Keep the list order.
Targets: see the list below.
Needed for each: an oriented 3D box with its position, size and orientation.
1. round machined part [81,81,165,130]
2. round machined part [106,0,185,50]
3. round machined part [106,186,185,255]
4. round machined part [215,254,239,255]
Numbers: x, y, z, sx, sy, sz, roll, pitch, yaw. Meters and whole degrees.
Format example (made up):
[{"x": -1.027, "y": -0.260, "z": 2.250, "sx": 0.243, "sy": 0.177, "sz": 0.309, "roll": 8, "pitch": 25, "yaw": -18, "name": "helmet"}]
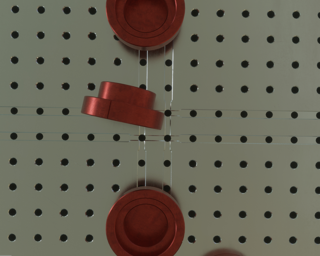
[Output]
[{"x": -0.042, "y": -0.028, "z": 0.376, "sx": 0.099, "sy": 0.098, "sz": 0.042, "roll": 12, "pitch": 90, "yaw": -1, "name": "round machined part"}, {"x": -0.018, "y": -0.150, "z": 0.405, "sx": 0.099, "sy": 0.042, "sz": 0.097, "roll": 0, "pitch": 90, "yaw": -1, "name": "round machined part"}, {"x": -0.018, "y": 0.125, "z": 0.405, "sx": 0.099, "sy": 0.042, "sz": 0.097, "roll": 0, "pitch": 90, "yaw": -1, "name": "round machined part"}, {"x": 0.093, "y": 0.222, "z": 0.406, "sx": 0.099, "sy": 0.042, "sz": 0.097, "roll": 0, "pitch": 90, "yaw": -1, "name": "round machined part"}]
